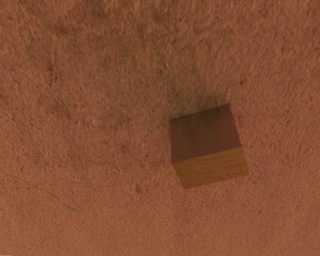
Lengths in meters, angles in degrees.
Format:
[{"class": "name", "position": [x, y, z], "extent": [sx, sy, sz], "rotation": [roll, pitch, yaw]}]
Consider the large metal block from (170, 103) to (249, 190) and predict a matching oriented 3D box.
[{"class": "large metal block", "position": [0.059, 0.022, 0.390], "extent": [0.080, 0.080, 0.050], "rotation": [-15, 129, 12]}]
